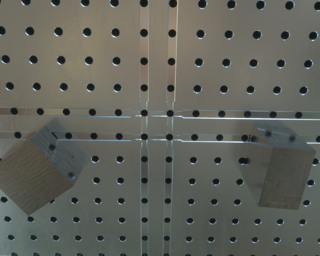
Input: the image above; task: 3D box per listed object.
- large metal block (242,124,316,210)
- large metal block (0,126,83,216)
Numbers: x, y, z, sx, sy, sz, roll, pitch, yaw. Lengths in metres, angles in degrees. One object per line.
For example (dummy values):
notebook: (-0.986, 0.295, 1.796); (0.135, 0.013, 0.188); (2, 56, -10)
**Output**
large metal block: (0.149, 0.047, 0.402); (0.050, 0.080, 0.079); (6, 110, -2)
large metal block: (-0.167, 0.057, 0.420); (0.080, 0.050, 0.080); (-34, 107, 11)
